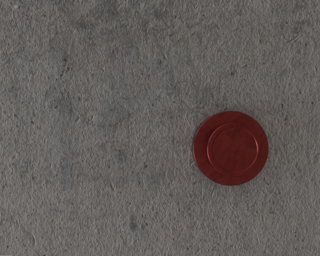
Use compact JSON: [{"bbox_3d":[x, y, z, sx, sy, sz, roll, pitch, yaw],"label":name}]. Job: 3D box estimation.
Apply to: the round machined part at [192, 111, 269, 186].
[{"bbox_3d":[0.092,0.027,0.402,0.099,0.042,0.097,0,90,0],"label":"round machined part"}]
